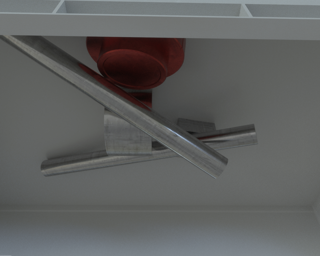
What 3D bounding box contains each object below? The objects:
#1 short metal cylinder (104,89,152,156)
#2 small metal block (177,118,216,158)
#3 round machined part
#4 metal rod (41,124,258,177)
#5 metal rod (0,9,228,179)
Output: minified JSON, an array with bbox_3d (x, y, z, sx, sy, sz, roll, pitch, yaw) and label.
[{"bbox_3d":[-0.034,-0.007,0.367,0.050,0.080,0.079,0,130,-1],"label":"short metal cylinder"},{"bbox_3d":[0.045,0.017,0.424,0.050,0.025,0.050,8,130,-8],"label":"small metal block"},{"bbox_3d":[-0.025,-0.073,0.310,0.099,0.042,0.098,6,157,3],"label":"round machined part"},{"bbox_3d":[-0.027,0.033,0.412,0.301,0.025,0.025,-11,130,18],"label":"metal rod"},{"bbox_3d":[-0.063,-0.041,0.311,0.301,0.025,0.025,33,124,-3],"label":"metal rod"}]
